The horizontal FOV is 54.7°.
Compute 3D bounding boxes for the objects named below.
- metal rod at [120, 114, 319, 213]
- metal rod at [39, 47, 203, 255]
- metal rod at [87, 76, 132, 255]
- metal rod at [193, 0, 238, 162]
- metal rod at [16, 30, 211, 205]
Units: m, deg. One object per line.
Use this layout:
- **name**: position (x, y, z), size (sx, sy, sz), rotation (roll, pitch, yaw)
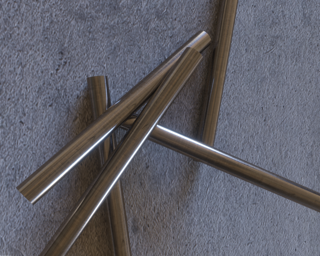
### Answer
- **metal rod**: position (0.088, 0.046, 0.408), size (0.301, 0.025, 0.025), rotation (23, 82, -6)
- **metal rod**: position (-0.042, 0.030, 0.363), size (0.025, 0.025, 0.300), rotation (37, 82, -17)
- **metal rod**: position (-0.058, 0.086, 0.387), size (0.025, 0.025, 0.298), rotation (-8, 93, -20)
- **metal rod**: position (0.085, -0.099, 0.439), size (0.025, 0.025, 0.298), rotation (12, 86, -20)
- **metal rod**: position (-0.038, -0.028, 0.372), size (0.301, 0.025, 0.025), rotation (-44, 104, -23)
